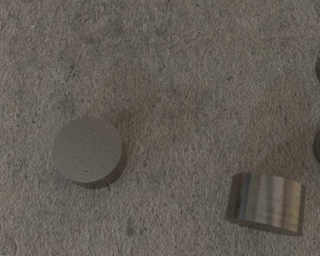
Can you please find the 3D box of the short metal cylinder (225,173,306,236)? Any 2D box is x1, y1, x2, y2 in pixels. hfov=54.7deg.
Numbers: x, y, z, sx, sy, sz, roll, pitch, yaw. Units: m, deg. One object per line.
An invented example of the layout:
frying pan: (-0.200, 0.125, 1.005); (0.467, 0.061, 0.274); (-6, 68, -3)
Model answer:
short metal cylinder: (0.118, 0.086, 0.348); (0.080, 0.080, 0.050); (13, 71, 4)

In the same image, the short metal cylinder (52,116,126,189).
short metal cylinder: (-0.084, 0.032, 0.382); (0.081, 0.050, 0.080); (0, 70, 0)

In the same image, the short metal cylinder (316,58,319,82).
short metal cylinder: (0.268, -0.089, 0.429); (0.081, 0.050, 0.080); (0, 70, 0)

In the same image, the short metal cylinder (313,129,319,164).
short metal cylinder: (0.244, 0.021, 0.388); (0.081, 0.050, 0.080); (0, 70, 0)
